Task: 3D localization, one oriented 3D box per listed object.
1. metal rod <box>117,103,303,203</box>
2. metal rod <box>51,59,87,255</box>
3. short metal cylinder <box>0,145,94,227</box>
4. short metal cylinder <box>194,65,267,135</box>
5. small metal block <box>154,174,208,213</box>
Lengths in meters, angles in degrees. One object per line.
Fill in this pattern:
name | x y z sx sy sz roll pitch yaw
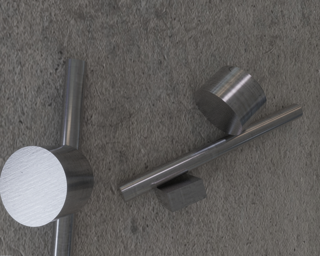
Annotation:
metal rod | 0.083 0.028 0.439 0.302 0.025 0.025 -23 98 -19
metal rod | -0.110 0.069 0.368 0.025 0.025 0.298 4 89 -20
short metal cylinder | -0.119 0.059 0.331 0.080 0.050 0.080 -1 87 17
short metal cylinder | 0.093 -0.036 0.414 0.050 0.080 0.080 -44 104 -15
small metal block | 0.026 0.083 0.406 0.050 0.050 0.025 -18 97 -19
